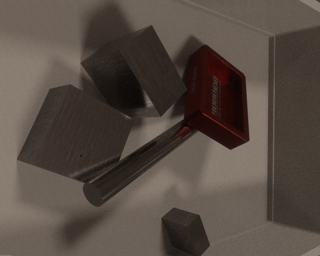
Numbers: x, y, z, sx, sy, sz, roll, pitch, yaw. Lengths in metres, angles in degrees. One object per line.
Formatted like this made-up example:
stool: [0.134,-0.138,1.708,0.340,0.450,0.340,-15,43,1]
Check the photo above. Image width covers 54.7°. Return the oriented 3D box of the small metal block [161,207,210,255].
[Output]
small metal block: [0.035,0.141,0.422,0.025,0.050,0.050,-32,110,-36]

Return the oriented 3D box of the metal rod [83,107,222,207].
metal rod: [0.025,0.007,0.392,0.302,0.025,0.025,-32,111,-48]

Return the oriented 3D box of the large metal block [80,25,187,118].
large metal block: [-0.030,-0.058,0.348,0.050,0.080,0.080,-47,119,-30]

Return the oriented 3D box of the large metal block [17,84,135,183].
large metal block: [-0.085,0.011,0.321,0.080,0.050,0.080,30,71,-36]

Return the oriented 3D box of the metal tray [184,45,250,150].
metal tray: [0.081,-0.045,0.432,0.090,0.030,0.130,30,48,-26]
